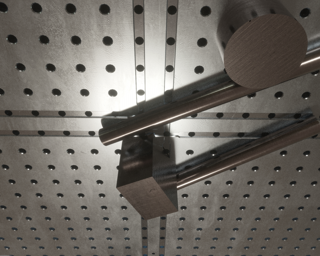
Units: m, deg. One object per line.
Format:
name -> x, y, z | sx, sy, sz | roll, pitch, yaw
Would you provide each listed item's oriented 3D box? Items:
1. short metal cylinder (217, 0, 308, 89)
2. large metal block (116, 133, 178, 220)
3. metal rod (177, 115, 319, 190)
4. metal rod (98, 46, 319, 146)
short metal cylinder -> 0.103, -0.088, 0.322 | 0.081, 0.050, 0.079 | 0, 130, 0
large metal block -> -0.015, 0.068, 0.434 | 0.050, 0.080, 0.080 | -20, 128, 16
metal rod -> 0.083, 0.056, 0.460 | 0.300, 0.025, 0.025 | -26, 126, 20
metal rod -> 0.060, -0.036, 0.381 | 0.301, 0.025, 0.025 | -20, 128, 15
